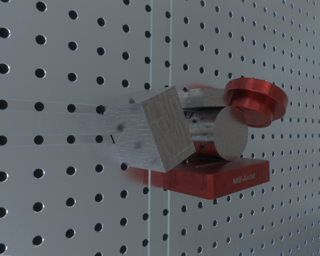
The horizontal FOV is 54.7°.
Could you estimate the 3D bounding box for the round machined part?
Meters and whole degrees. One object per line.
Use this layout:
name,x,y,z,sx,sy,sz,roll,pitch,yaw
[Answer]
round machined part,0.144,-0.034,0.482,0.098,0.098,0.042,35,69,-35

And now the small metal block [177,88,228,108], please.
small metal block,0.061,-0.042,0.444,0.050,0.050,0.025,-4,92,-40

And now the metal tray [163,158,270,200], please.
metal tray,0.080,0.065,0.433,0.131,0.090,0.030,-5,94,-40

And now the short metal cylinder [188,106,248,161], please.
short metal cylinder,0.088,0.007,0.467,0.081,0.050,0.079,0,90,-39

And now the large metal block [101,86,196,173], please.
large metal block,-0.014,0.001,0.361,0.050,0.080,0.080,-30,109,-36
